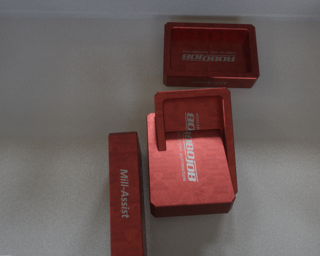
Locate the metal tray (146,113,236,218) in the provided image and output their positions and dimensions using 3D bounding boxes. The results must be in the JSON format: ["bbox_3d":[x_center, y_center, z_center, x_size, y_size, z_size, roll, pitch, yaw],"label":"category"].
[{"bbox_3d":[0.031,0.038,0.372,0.091,0.030,0.130,-3,51,-2],"label":"metal tray"}]

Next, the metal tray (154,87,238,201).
[{"bbox_3d":[0.042,0.019,0.378,0.091,0.030,0.129,-4,89,-2],"label":"metal tray"}]

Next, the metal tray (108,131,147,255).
[{"bbox_3d":[-0.035,0.079,0.346,0.030,0.090,0.129,-4,70,-2],"label":"metal tray"}]

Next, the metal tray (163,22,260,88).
[{"bbox_3d":[0.071,-0.105,0.446,0.131,0.030,0.090,1,70,0],"label":"metal tray"}]
